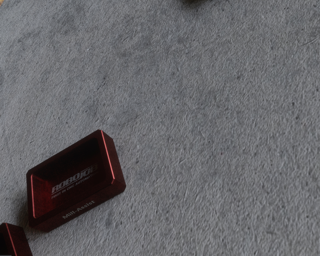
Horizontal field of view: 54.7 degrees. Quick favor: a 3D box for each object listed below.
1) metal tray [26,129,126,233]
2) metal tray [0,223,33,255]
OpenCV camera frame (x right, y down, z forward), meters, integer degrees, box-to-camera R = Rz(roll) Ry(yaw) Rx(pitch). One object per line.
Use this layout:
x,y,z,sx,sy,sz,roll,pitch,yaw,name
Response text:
-0.117,0.070,0.418,0.130,0.030,0.090,-30,52,9,metal tray
-0.224,0.199,0.395,0.130,0.030,0.090,-43,51,-2,metal tray
